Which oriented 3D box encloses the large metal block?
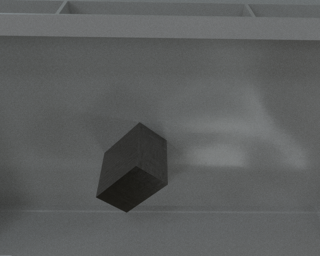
[{"bbox_3d":[-0.036,0.053,0.418,0.050,0.080,0.080,35,122,-26],"label":"large metal block"}]
